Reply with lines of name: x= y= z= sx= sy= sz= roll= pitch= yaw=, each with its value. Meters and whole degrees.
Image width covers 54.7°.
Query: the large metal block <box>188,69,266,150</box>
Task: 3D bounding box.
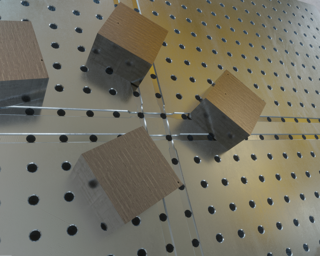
large metal block: x=0.102 y=-0.028 z=0.466 sx=0.080 sy=0.050 sz=0.080 roll=40 pitch=51 yaw=-2

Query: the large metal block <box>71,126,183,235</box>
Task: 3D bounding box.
large metal block: x=-0.037 y=0.055 z=0.340 sx=0.081 sy=0.050 sz=0.080 roll=-26 pitch=76 yaw=-37

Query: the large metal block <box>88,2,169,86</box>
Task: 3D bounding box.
large metal block: x=-0.044 y=-0.120 z=0.443 sx=0.080 sy=0.050 sz=0.080 roll=29 pitch=52 yaw=-11

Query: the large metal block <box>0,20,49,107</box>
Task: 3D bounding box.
large metal block: x=-0.177 y=-0.070 z=0.340 sx=0.081 sy=0.050 sz=0.080 roll=-11 pitch=67 yaw=-33
